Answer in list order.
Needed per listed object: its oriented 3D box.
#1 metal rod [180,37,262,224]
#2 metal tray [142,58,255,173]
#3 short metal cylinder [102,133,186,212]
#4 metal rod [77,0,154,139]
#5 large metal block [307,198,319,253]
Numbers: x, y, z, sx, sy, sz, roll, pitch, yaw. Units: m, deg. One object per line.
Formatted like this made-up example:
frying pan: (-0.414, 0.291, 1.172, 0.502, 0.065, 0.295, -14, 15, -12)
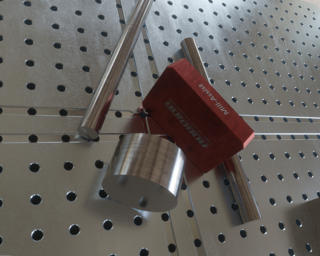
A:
metal rod: (0.083, -0.012, 0.459, 0.025, 0.025, 0.299, -1, 62, -29)
metal tray: (0.044, -0.013, 0.397, 0.130, 0.090, 0.030, 48, 51, 5)
short metal cylinder: (-0.016, 0.050, 0.334, 0.080, 0.080, 0.050, 26, 53, -13)
metal rod: (-0.053, -0.112, 0.447, 0.025, 0.025, 0.300, 25, 53, -13)
large metal block: (0.274, 0.145, 0.451, 0.081, 0.050, 0.080, 14, 56, -20)
